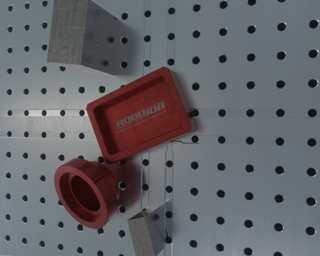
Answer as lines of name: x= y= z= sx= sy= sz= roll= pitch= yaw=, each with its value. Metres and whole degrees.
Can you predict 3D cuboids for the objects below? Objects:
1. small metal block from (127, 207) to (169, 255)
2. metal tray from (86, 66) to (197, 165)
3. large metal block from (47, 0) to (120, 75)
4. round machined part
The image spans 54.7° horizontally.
small metal block: x=-0.015 y=0.136 z=0.404 sx=0.025 sy=0.050 sz=0.050 roll=-17 pitch=85 yaw=19
metal tray: x=-0.027 y=-0.014 z=0.419 sx=0.130 sy=0.030 sz=0.090 roll=-23 pitch=82 yaw=18
large metal block: x=-0.101 y=-0.119 z=0.419 sx=0.050 sy=0.080 sz=0.079 roll=8 pitch=93 yaw=20
round machined part: x=-0.094 y=0.084 z=0.423 sx=0.098 sy=0.042 sz=0.097 roll=16 pitch=121 yaw=29
